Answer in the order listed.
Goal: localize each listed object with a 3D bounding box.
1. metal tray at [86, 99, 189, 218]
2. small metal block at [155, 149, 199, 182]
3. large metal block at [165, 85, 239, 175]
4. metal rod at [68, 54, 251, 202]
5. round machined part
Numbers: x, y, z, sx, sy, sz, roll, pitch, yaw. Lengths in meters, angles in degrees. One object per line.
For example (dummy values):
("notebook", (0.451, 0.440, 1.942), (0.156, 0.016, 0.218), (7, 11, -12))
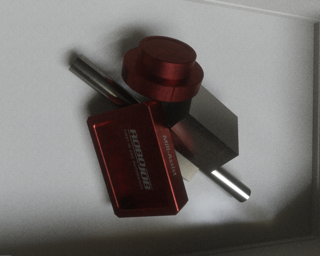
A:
("metal tray", (-0.027, 0.038, 0.367), (0.030, 0.090, 0.129), (-26, 102, -60))
("small metal block", (0.017, 0.042, 0.403), (0.050, 0.050, 0.025), (40, 77, -16))
("large metal block", (0.053, -0.002, 0.396), (0.080, 0.050, 0.080), (39, 35, -16))
("metal rod", (0.011, 0.010, 0.414), (0.301, 0.025, 0.025), (38, 78, -16))
("round machined part", (0.006, -0.077, 0.371), (0.099, 0.098, 0.042), (-2, 131, -20))
